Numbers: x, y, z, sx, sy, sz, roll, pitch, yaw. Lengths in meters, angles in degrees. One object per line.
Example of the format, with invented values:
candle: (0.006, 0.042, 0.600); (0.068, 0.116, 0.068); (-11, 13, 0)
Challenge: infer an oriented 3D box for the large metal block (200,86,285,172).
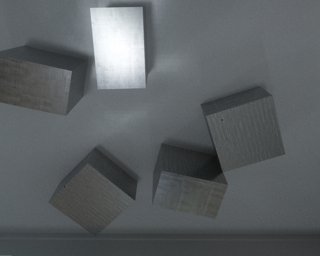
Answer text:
large metal block: (0.105, 0.001, 0.400); (0.080, 0.050, 0.080); (-17, 109, 6)

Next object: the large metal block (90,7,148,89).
large metal block: (-0.041, -0.092, 0.347); (0.050, 0.080, 0.079); (-1, 110, 0)

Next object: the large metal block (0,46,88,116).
large metal block: (-0.135, -0.058, 0.359); (0.081, 0.080, 0.050); (12, 110, -5)

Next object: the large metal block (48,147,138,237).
large metal block: (-0.090, 0.088, 0.429); (0.080, 0.050, 0.080); (42, 104, -14)

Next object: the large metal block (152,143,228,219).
large metal block: (0.035, 0.067, 0.407); (0.081, 0.080, 0.050); (13, 110, -5)
